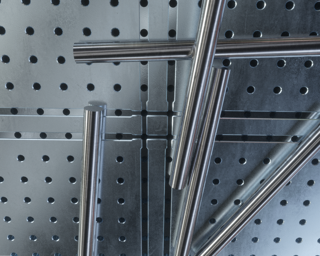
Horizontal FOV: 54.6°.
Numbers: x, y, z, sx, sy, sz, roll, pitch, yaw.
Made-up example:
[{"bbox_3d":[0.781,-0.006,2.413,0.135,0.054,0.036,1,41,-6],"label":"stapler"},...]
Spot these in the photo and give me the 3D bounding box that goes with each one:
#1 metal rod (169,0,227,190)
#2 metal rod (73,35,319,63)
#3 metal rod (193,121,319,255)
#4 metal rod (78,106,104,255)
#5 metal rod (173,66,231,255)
[{"bbox_3d":[0.045,-0.050,0.373,0.025,0.025,0.298,7,118,-3],"label":"metal rod"},{"bbox_3d":[0.048,-0.096,0.378,0.302,0.025,0.025,-2,110,0],"label":"metal rod"},{"bbox_3d":[0.149,0.097,0.450,0.025,0.025,0.299,34,106,-12],"label":"metal rod"},{"bbox_3d":[-0.105,0.113,0.454,0.025,0.025,0.298,7,110,-3],"label":"metal rod"},{"bbox_3d":[0.054,0.063,0.436,0.025,0.025,0.298,8,110,-3],"label":"metal rod"}]
